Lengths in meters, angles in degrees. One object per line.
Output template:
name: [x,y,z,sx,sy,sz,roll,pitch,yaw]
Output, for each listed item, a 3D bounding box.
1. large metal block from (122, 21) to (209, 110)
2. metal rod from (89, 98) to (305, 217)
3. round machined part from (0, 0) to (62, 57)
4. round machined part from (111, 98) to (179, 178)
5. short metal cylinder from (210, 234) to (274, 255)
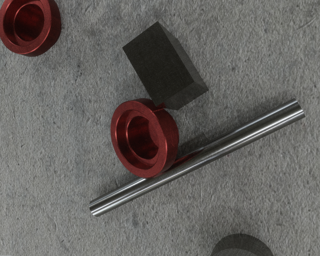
large metal block: [0.010,-0.070,0.376,0.050,0.080,0.080,-33,80,17]
metal rod: [0.033,0.046,0.397,0.300,0.025,0.025,-29,81,17]
round machined part: [-0.190,-0.156,0.467,0.098,0.042,0.097,0,90,20]
round machined part: [-0.015,0.010,0.392,0.098,0.042,0.097,15,113,39]
short metal cylinder: [0.095,0.172,0.362,0.080,0.050,0.079,0,90,20]
